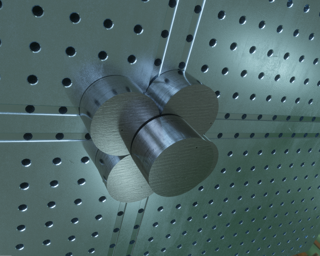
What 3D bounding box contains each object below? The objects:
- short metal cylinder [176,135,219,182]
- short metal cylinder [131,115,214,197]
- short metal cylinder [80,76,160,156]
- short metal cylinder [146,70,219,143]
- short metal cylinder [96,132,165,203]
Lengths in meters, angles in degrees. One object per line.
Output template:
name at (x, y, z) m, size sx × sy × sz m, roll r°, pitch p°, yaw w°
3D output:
short metal cylinder at (0.035, 0.038, 0.439) m, size 0.081 × 0.050 × 0.079 m, roll -14°, pitch 125°, yaw -21°
short metal cylinder at (0.014, 0.032, 0.357) m, size 0.081 × 0.050 × 0.079 m, roll -15°, pitch 126°, yaw -21°
short metal cylinder at (-0.047, -0.015, 0.360) m, size 0.081 × 0.050 × 0.079 m, roll -14°, pitch 125°, yaw -21°
short metal cylinder at (0.026, -0.027, 0.393) m, size 0.081 × 0.050 × 0.079 m, roll -14°, pitch 125°, yaw -21°
short metal cylinder at (-0.038, 0.050, 0.406) m, size 0.081 × 0.050 × 0.079 m, roll -14°, pitch 125°, yaw -21°
